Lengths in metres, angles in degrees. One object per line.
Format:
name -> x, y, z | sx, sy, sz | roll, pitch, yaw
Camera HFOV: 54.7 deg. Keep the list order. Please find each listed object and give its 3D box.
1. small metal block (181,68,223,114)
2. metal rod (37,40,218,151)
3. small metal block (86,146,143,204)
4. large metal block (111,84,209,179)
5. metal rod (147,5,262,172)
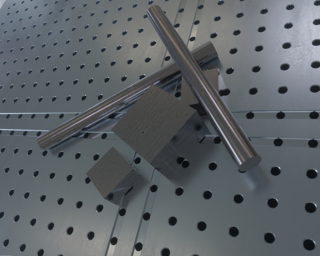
small metal block -> 0.056, -0.047, 0.408 | 0.050, 0.025, 0.050 | -9, 58, 23
metal rod -> -0.055, -0.044, 0.463 | 0.301, 0.025, 0.025 | -28, 52, 10
small metal block -> -0.060, 0.061, 0.402 | 0.050, 0.025, 0.050 | -46, 51, -4
large metal block -> 0.000, 0.003, 0.391 | 0.080, 0.050, 0.080 | -49, 52, -6
metal rod -> 0.041, -0.073, 0.398 | 0.025, 0.025, 0.299 | -31, 53, 8
